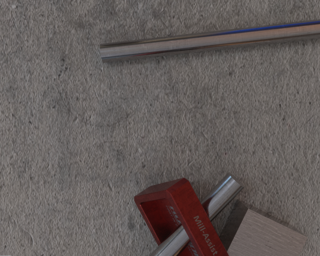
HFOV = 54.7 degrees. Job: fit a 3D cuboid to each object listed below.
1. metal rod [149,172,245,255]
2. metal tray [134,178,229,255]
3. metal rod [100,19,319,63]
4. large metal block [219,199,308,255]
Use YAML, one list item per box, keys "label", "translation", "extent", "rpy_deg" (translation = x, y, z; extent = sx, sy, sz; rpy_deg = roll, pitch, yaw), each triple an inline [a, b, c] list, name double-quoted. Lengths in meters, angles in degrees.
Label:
- label: "metal rod"
  translation: [-0.008, 0.172, 0.385]
  extent: [0.025, 0.025, 0.299]
  rpy_deg: [41, 99, -1]
- label: "metal tray"
  translation: [0.028, 0.130, 0.376]
  extent: [0.030, 0.090, 0.130]
  rpy_deg: [-28, 89, -35]
- label: "metal rod"
  translation: [0.073, -0.116, 0.410]
  extent: [0.302, 0.025, 0.025]
  rpy_deg: [-7, 90, -1]
- label: "large metal block"
  translation: [0.125, 0.150, 0.399]
  extent: [0.080, 0.050, 0.080]
  rpy_deg: [26, 90, -1]
